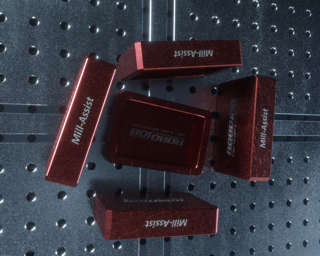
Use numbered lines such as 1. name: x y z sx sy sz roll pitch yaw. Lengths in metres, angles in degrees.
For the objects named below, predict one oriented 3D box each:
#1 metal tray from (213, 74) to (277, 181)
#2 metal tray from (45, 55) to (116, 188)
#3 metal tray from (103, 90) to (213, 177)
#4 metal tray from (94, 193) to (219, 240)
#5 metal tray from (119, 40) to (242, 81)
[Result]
1. metal tray: 0.111 0.000 0.418 0.030 0.090 0.129 5 88 -20
2. metal tray: -0.091 -0.007 0.344 0.030 0.090 0.130 19 83 -19
3. metal tray: -0.001 0.009 0.408 0.131 0.030 0.090 12 86 -20
4. metal tray: -0.008 0.102 0.375 0.131 0.090 0.030 4 89 -20
5. metal tray: 0.023 -0.083 0.385 0.131 0.090 0.030 -7 93 -20
